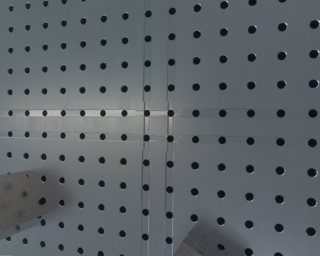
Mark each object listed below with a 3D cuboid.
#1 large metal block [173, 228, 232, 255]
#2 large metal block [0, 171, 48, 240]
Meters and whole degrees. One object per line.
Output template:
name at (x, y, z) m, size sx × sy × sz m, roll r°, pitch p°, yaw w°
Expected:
large metal block at (0.048, 0.187, 0.382) m, size 0.080 × 0.050 × 0.080 m, roll 32°, pitch 100°, yaw 17°
large metal block at (-0.231, 0.117, 0.466) m, size 0.050 × 0.080 × 0.080 m, roll -38°, pitch 78°, yaw 16°
